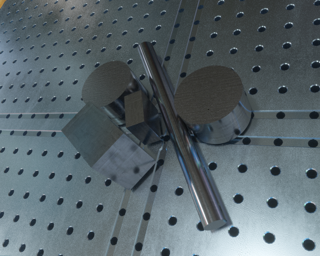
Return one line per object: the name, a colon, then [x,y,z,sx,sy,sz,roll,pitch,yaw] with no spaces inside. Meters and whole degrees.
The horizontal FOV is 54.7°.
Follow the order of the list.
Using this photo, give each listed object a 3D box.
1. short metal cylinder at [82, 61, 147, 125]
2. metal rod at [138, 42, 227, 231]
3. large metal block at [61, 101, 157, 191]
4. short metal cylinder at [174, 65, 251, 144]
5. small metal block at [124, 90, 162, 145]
short metal cylinder: [-0.066,-0.051,0.453,0.080,0.050,0.080,-13,56,21]
metal rod: [0.016,-0.014,0.403,0.025,0.025,0.299,-28,52,11]
large metal block: [-0.063,0.023,0.386,0.050,0.080,0.080,-48,51,-4]
short metal cylinder: [0.064,-0.027,0.371,0.080,0.050,0.080,-13,56,21]
small metal block: [-0.022,-0.013,0.406,0.025,0.050,0.050,-19,54,17]
